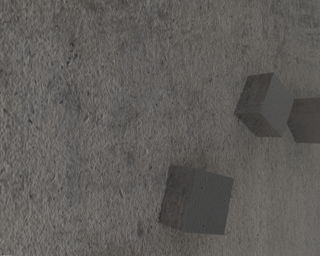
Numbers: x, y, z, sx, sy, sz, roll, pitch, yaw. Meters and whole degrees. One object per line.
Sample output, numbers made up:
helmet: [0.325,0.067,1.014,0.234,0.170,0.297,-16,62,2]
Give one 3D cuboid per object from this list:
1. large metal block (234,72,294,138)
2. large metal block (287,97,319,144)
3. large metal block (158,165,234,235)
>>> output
large metal block: [0.184,-0.038,0.542,0.080,0.050,0.080,38,67,-33]
large metal block: [0.311,-0.015,0.629,0.050,0.080,0.080,-49,119,-29]
large metal block: [0.052,0.100,0.432,0.080,0.050,0.080,20,78,-38]
